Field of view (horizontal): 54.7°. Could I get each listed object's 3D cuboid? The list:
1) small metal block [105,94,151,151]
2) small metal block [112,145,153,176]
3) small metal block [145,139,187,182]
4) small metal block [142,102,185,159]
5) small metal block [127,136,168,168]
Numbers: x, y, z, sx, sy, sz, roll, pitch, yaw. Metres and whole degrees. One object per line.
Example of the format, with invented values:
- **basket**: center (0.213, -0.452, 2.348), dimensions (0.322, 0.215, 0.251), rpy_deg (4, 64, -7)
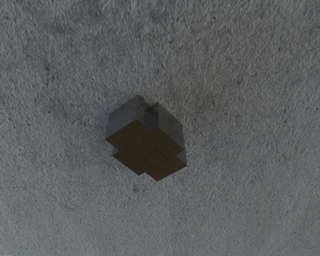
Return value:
- **small metal block**: center (-0.039, -0.007, 0.385), dimensions (0.050, 0.050, 0.025), rpy_deg (-32, 124, 24)
- **small metal block**: center (-0.035, 0.027, 0.414), dimensions (0.025, 0.050, 0.050), rpy_deg (-32, 123, 24)
- **small metal block**: center (0.008, 0.038, 0.424), dimensions (0.050, 0.050, 0.025), rpy_deg (-32, 124, 24)
- **small metal block**: center (0.005, 0.003, 0.394), dimensions (0.025, 0.050, 0.050), rpy_deg (-33, 123, 25)
- **small metal block**: center (-0.015, 0.015, 0.404), dimensions (0.025, 0.050, 0.050), rpy_deg (-32, 123, 24)
